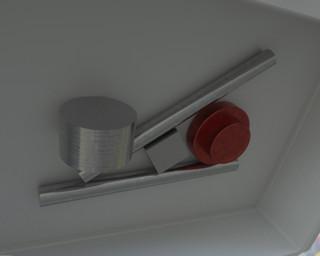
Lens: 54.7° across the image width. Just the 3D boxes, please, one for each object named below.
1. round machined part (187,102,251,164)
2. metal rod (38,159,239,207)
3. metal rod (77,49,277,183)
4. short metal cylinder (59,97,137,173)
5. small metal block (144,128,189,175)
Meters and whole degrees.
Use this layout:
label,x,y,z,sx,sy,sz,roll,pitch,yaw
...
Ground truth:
label,x,y,z,sx,sy,sz,roll,pitch,yaw
round machined part,0.093,0.014,0.455,0.099,0.042,0.097,-14,125,-21
metal rod,-0.013,0.071,0.446,0.303,0.025,0.025,-5,121,-26
metal rod,0.027,-0.020,0.411,0.301,0.025,0.025,-32,129,-8
short metal cylinder,-0.068,0.005,0.339,0.081,0.080,0.050,-5,121,-26
small metal block,0.006,0.029,0.429,0.050,0.025,0.050,-31,129,-8
